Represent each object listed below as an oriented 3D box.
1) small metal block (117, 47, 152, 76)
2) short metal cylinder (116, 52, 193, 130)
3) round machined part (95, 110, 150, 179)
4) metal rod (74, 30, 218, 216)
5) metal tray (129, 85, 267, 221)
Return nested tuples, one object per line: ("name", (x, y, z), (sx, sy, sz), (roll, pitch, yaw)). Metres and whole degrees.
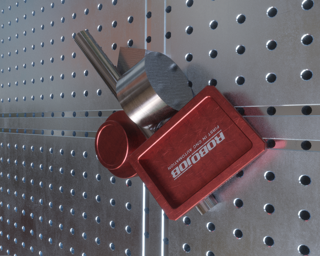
("small metal block", (-0.034, -0.085, 0.436), (0.050, 0.025, 0.050), (17, 101, 38))
("short metal cylinder", (-0.006, -0.045, 0.376), (0.050, 0.081, 0.080), (-31, 71, 35))
("round machined part", (-0.055, 0.023, 0.440), (0.098, 0.042, 0.097), (0, 90, 39))
("metal rod", (-0.027, -0.018, 0.408), (0.025, 0.025, 0.299), (-47, 70, 29))
("metal tray", (0.039, 0.028, 0.345), (0.130, 0.030, 0.090), (-42, 71, 14))
